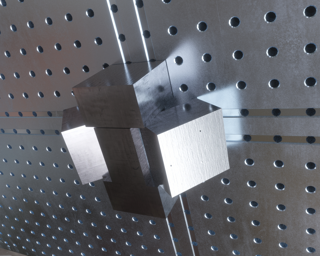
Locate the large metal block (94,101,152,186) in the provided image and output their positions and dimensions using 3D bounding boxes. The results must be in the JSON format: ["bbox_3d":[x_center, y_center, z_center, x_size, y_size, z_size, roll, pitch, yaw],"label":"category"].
[{"bbox_3d":[-0.030,0.016,0.399,0.050,0.080,0.079,1,119,27],"label":"large metal block"}]

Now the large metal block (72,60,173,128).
[{"bbox_3d":[-0.041,-0.041,0.369,0.080,0.080,0.050,1,119,27],"label":"large metal block"}]

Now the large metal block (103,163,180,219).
[{"bbox_3d":[-0.017,0.072,0.426,0.080,0.080,0.050,1,119,27],"label":"large metal block"}]

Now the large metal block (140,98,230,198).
[{"bbox_3d":[0.029,0.020,0.361,0.050,0.081,0.079,33,141,57],"label":"large metal block"}]

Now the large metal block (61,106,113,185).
[{"bbox_3d":[-0.096,0.017,0.426,0.050,0.080,0.080,-17,116,-8],"label":"large metal block"}]
